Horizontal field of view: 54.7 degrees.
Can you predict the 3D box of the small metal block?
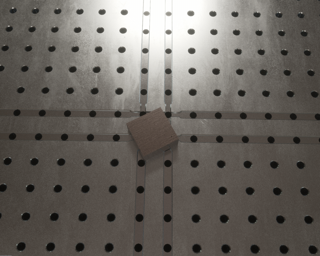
[{"bbox_3d":[-0.010,0.008,0.409,0.050,0.025,0.050,-26,72,-10],"label":"small metal block"}]
